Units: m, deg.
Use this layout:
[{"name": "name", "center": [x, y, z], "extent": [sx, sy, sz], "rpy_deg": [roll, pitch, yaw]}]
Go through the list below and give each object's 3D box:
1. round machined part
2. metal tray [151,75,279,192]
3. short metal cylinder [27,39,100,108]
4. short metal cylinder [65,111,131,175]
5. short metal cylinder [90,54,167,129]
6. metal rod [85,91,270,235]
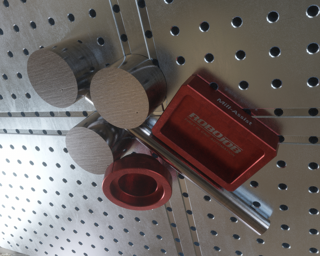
[{"name": "round machined part", "center": [-0.031, 0.074, 0.449], "extent": [0.099, 0.042, 0.097], "rpy_deg": [2, 132, 2]}, {"name": "metal tray", "center": [0.064, 0.009, 0.379], "extent": [0.130, 0.030, 0.089], "rpy_deg": [37, 130, 3]}, {"name": "short metal cylinder", "center": [-0.129, -0.074, 0.418], "extent": [0.080, 0.050, 0.079], "rpy_deg": [13, 124, 21]}, {"name": "short metal cylinder", "center": [-0.090, 0.021, 0.455], "extent": [0.080, 0.050, 0.079], "rpy_deg": [13, 124, 21]}, {"name": "short metal cylinder", "center": [-0.039, -0.046, 0.386], "extent": [0.080, 0.050, 0.079], "rpy_deg": [13, 124, 21]}, {"name": "metal rod", "center": [0.023, 0.043, 0.426], "extent": [0.300, 0.025, 0.025], "rpy_deg": [38, 129, 2]}]
